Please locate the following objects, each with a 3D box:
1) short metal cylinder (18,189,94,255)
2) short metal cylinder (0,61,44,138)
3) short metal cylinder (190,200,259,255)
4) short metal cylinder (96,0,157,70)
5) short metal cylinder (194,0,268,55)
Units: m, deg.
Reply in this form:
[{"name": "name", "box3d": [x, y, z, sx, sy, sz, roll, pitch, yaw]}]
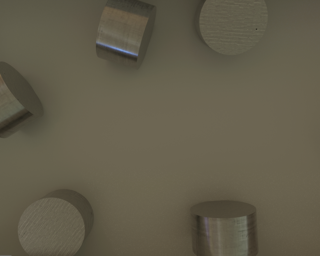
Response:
[{"name": "short metal cylinder", "box3d": [-0.131, 0.123, 0.398, 0.081, 0.050, 0.080, 0, 90, 0]}, {"name": "short metal cylinder", "box3d": [-0.191, -0.034, 0.382, 0.050, 0.080, 0.080, -32, 90, 0]}, {"name": "short metal cylinder", "box3d": [0.079, 0.125, 0.384, 0.080, 0.080, 0.050, -3, 90, 0]}, {"name": "short metal cylinder", "box3d": [-0.041, -0.118, 0.383, 0.050, 0.080, 0.080, 18, 90, 0]}, {"name": "short metal cylinder", "box3d": [0.086, -0.135, 0.387, 0.081, 0.050, 0.079, 0, 111, -1]}]
